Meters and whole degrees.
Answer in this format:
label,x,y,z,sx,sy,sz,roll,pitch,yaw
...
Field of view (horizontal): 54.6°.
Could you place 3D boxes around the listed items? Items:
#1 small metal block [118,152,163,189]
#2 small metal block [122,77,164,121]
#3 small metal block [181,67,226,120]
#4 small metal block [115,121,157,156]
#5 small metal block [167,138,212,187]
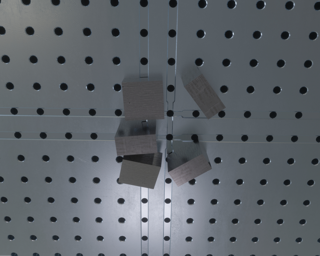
label,x,y,z,sx,sy,sz,roll,pitch,yaw
small metal block,-0.027,0.055,0.424,0.050,0.025,0.050,12,132,-5
small metal block,-0.021,-0.038,0.399,0.050,0.025,0.050,-3,110,1
small metal block,0.053,-0.044,0.384,0.025,0.050,0.050,-35,107,12
small metal block,-0.029,0.013,0.404,0.050,0.050,0.025,-4,110,1
small metal block,0.038,0.045,0.417,0.050,0.050,0.025,-30,107,10
